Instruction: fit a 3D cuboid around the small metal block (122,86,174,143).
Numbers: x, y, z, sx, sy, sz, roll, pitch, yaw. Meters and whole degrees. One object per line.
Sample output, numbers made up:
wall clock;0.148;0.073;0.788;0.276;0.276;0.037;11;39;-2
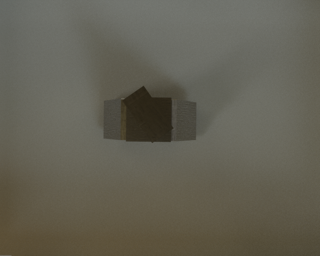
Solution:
small metal block;-0.011;-0.013;0.321;0.025;0.050;0.050;-35;90;1

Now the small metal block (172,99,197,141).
small metal block;0.023;-0.009;0.395;0.025;0.050;0.050;1;90;34

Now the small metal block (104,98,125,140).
small metal block;-0.050;-0.011;0.394;0.025;0.050;0.050;1;90;-34

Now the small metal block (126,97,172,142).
small metal block;-0.013;-0.009;0.359;0.050;0.025;0.050;1;90;0

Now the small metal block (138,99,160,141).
small metal block;-0.013;-0.009;0.397;0.025;0.050;0.050;1;90;0
